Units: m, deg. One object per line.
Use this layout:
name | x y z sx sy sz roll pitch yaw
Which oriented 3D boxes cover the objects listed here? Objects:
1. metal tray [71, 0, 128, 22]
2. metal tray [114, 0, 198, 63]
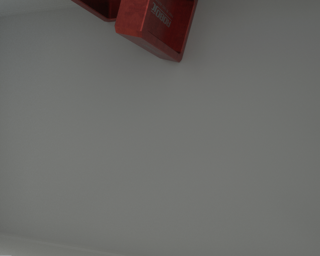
metal tray | -0.058 -0.167 0.374 0.090 0.130 0.030 1 91 20
metal tray | 0.003 -0.133 0.353 0.030 0.130 0.089 17 96 20
